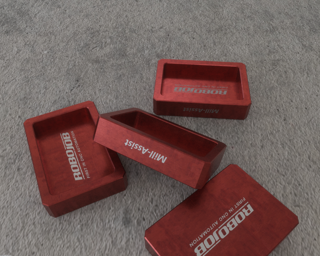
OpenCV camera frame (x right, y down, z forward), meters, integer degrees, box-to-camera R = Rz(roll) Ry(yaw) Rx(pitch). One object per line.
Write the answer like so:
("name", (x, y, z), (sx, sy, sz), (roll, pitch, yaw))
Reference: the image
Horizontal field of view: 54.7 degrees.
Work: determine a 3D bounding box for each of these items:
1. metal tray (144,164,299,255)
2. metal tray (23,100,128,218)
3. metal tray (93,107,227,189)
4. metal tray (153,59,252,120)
("metal tray", (0.061, 0.105, 0.312), (0.131, 0.030, 0.090), (-32, 57, -24))
("metal tray", (-0.104, 0.030, 0.373), (0.091, 0.030, 0.130), (-19, 53, -16))
("metal tray", (0.003, 0.016, 0.354), (0.130, 0.030, 0.090), (23, 17, 18))
("metal tray", (0.059, -0.058, 0.448), (0.131, 0.030, 0.090), (3, 50, 2))
